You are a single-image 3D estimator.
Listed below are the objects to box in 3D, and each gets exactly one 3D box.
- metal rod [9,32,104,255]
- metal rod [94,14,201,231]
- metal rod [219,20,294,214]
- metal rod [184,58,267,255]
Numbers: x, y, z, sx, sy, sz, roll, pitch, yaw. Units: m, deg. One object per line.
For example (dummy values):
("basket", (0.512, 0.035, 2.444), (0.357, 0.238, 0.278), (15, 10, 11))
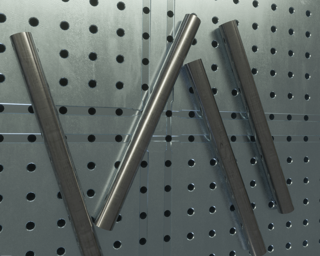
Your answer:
("metal rod", (-0.118, 0.037, 0.369), (0.025, 0.025, 0.299), (-18, 96, -19))
("metal rod", (-0.013, -0.014, 0.407), (0.025, 0.025, 0.299), (26, 82, -18))
("metal rod", (0.147, -0.012, 0.466), (0.025, 0.025, 0.299), (-22, 98, -19))
("metal rod", (0.097, 0.047, 0.447), (0.025, 0.025, 0.299), (-23, 98, -19))
